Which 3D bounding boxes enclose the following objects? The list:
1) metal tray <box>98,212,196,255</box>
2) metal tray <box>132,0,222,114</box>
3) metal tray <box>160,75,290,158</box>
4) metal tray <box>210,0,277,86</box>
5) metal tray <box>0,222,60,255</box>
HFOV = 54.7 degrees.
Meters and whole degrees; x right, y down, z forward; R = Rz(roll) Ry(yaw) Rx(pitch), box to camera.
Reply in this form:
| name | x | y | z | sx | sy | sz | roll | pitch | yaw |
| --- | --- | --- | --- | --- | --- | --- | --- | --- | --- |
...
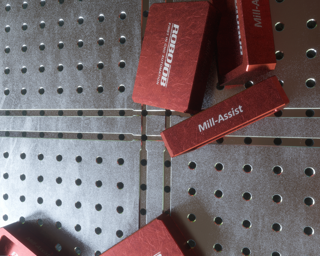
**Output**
| name | x | y | z | sx | sy | sz | roll | pitch | yaw |
| --- | --- | --- | --- | --- | --- | --- | --- | --- | --- |
| metal tray | -0.020 | 0.186 | 0.416 | 0.130 | 0.030 | 0.090 | -37 | 79 | 15 |
| metal tray | 0.018 | -0.088 | 0.389 | 0.090 | 0.030 | 0.129 | 15 | 95 | 37 |
| metal tray | 0.075 | -0.010 | 0.351 | 0.130 | 0.090 | 0.030 | -27 | 81 | 17 |
| metal tray | 0.087 | -0.119 | 0.345 | 0.030 | 0.090 | 0.129 | -6 | 88 | -8 |
| metal tray | -0.207 | 0.220 | 0.480 | 0.130 | 0.030 | 0.090 | 30 | 99 | 17 |
